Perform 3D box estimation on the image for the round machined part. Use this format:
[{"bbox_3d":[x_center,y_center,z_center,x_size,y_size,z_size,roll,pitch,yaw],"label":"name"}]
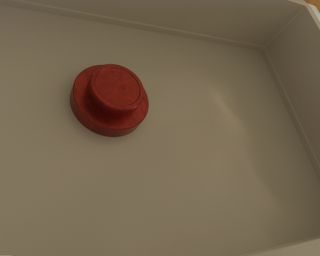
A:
[{"bbox_3d":[-0.059,-0.041,0.389,0.099,0.042,0.098,14,56,-21],"label":"round machined part"}]
